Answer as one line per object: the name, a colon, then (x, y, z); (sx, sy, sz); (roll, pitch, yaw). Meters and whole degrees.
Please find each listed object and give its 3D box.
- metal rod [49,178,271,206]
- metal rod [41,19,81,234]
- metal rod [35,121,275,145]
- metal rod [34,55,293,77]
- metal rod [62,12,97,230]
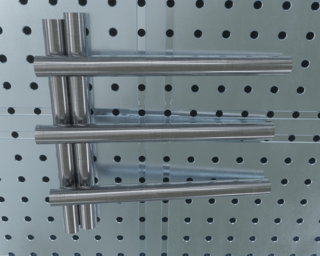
metal rod: (0.005, 0.088, 0.430); (0.302, 0.025, 0.025); (-1, 110, -7)
metal rod: (-0.129, 0.012, 0.415); (0.025, 0.025, 0.298); (1, 110, -1)
metal rod: (-0.001, 0.006, 0.399); (0.302, 0.025, 0.025); (-1, 110, -7)
metal rod: (0.009, -0.074, 0.371); (0.302, 0.025, 0.025); (-1, 110, -7)
metal rod: (-0.104, 0.005, 0.413); (0.025, 0.025, 0.298); (1, 110, -1)
